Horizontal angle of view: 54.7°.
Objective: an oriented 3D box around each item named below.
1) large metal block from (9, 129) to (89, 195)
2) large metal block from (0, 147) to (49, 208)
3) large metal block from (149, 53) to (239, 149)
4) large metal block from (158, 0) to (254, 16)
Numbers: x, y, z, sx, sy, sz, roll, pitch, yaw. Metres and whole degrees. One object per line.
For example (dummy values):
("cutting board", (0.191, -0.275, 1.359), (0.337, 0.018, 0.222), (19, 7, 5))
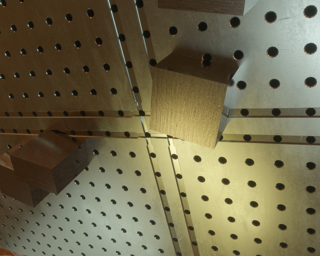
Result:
("large metal block", (-0.174, 0.051, 0.497), (0.080, 0.080, 0.050), (14, 124, 20))
("large metal block", (-0.257, 0.092, 0.584), (0.080, 0.050, 0.079), (18, 125, 17))
("large metal block", (0.037, -0.032, 0.355), (0.080, 0.050, 0.079), (17, 125, 18))
("large metal block", (0.045, -0.150, 0.278), (0.080, 0.050, 0.079), (13, 124, 20))
